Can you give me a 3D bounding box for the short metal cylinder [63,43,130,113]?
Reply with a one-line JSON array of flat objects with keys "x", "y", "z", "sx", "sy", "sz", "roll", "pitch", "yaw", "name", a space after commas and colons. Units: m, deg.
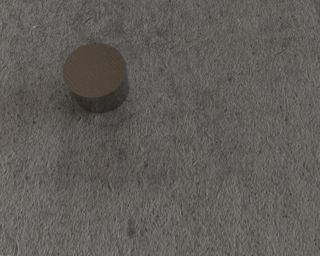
[{"x": -0.084, "y": -0.066, "z": 0.419, "sx": 0.080, "sy": 0.050, "sz": 0.080, "roll": 0, "pitch": 70, "yaw": 0, "name": "short metal cylinder"}]
